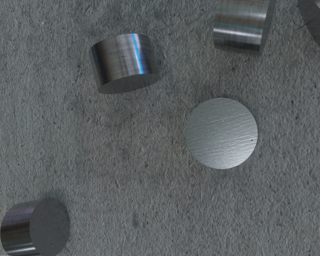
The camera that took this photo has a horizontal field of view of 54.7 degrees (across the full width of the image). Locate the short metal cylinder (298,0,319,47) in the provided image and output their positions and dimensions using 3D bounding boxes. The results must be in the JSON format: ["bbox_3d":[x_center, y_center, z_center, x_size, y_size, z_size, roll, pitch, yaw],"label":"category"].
[{"bbox_3d":[0.185,-0.116,0.314,0.050,0.080,0.080,-30,80,18],"label":"short metal cylinder"}]

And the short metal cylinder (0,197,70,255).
[{"bbox_3d":[-0.175,0.143,0.442,0.050,0.080,0.080,-14,85,19],"label":"short metal cylinder"}]

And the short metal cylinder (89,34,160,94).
[{"bbox_3d":[-0.045,-0.079,0.396,0.080,0.080,0.050,-16,85,19],"label":"short metal cylinder"}]

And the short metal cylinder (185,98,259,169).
[{"bbox_3d":[0.076,0.006,0.369,0.080,0.050,0.080,0,90,20],"label":"short metal cylinder"}]

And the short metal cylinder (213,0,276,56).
[{"bbox_3d":[0.096,-0.125,0.346,0.050,0.080,0.080,15,95,19],"label":"short metal cylinder"}]
